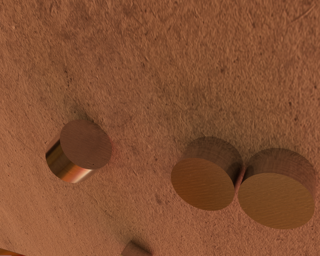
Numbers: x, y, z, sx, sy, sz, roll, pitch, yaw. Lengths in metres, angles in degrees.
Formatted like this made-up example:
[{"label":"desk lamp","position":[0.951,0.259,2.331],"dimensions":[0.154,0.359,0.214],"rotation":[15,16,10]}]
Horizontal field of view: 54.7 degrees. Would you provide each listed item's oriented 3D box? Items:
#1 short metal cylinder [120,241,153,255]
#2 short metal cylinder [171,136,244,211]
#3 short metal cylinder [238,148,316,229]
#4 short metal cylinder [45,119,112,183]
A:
[{"label":"short metal cylinder","position":[-0.055,0.253,0.557],"dimensions":[0.050,0.080,0.079],"rotation":[30,128,9]},{"label":"short metal cylinder","position":[0.061,0.058,0.394],"dimensions":[0.080,0.050,0.079],"rotation":[13,124,21]},{"label":"short metal cylinder","position":[0.137,0.070,0.362],"dimensions":[0.080,0.050,0.079],"rotation":[13,124,21]},{"label":"short metal cylinder","position":[-0.119,0.034,0.455],"dimensions":[0.080,0.080,0.050],"rotation":[48,129,-5]}]
